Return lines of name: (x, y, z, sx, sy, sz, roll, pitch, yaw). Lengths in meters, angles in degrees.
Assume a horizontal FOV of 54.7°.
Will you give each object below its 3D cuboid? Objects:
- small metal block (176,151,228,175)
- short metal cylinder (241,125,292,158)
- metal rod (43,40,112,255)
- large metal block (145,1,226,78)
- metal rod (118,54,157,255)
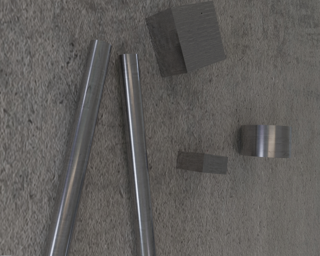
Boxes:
small metal block: (0.060, 0.049, 0.438, 0.050, 0.050, 0.025, 11, 83, -40)
short metal cylinder: (0.176, 0.022, 0.516, 0.081, 0.080, 0.050, 4, 87, -40)
metal rod: (-0.092, 0.052, 0.327, 0.025, 0.025, 0.299, 17, 80, -39)
large metal block: (0.037, -0.120, 0.419, 0.081, 0.050, 0.080, -26, 106, -37)
metal rod: (-0.025, 0.061, 0.383, 0.025, 0.025, 0.298, -9, 96, -40)
